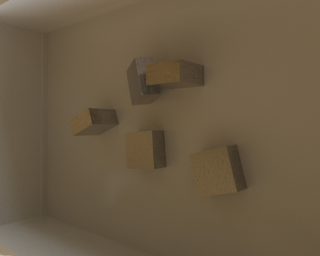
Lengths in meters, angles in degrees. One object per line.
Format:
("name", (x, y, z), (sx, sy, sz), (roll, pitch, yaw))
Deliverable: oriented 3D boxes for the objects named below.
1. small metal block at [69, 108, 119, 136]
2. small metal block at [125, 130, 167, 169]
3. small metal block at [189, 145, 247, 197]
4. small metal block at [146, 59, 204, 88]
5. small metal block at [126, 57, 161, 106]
("small metal block", (-0.101, -0.008, 0.474), (0.050, 0.050, 0.025), (-26, 74, 37))
("small metal block", (-0.020, 0.030, 0.424), (0.050, 0.025, 0.050), (-6, 87, 40))
("small metal block", (0.065, 0.049, 0.353), (0.050, 0.025, 0.050), (-18, 78, 38))
("small metal block", (0.019, -0.064, 0.375), (0.050, 0.050, 0.025), (0, 90, 40))
("small metal block", (-0.023, -0.061, 0.412), (0.050, 0.025, 0.050), (149, 112, -68))
